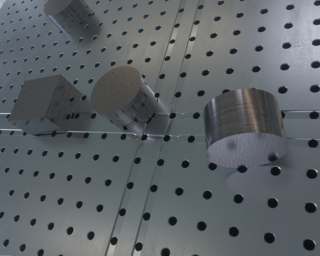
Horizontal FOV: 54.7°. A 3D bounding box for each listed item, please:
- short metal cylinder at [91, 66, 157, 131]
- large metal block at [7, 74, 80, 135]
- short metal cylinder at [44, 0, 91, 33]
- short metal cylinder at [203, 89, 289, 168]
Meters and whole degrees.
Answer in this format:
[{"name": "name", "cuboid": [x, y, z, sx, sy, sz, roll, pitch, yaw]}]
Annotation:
[{"name": "short metal cylinder", "cuboid": [-0.051, -0.042, 0.445, 0.080, 0.050, 0.080, -13, 56, 21]}, {"name": "large metal block", "cuboid": [-0.192, -0.037, 0.515, 0.080, 0.050, 0.080, -5, 60, 26]}, {"name": "short metal cylinder", "cuboid": [-0.191, -0.245, 0.643, 0.080, 0.050, 0.080, -13, 56, 21]}, {"name": "short metal cylinder", "cuboid": [0.088, 0.003, 0.325, 0.080, 0.080, 0.050, -13, 57, 21]}]
